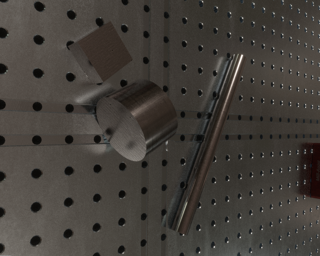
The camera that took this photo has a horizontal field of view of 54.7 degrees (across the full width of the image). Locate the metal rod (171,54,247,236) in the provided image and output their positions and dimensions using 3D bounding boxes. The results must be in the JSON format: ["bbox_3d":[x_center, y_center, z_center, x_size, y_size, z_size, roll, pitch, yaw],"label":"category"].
[{"bbox_3d":[0.081,0.014,0.479,0.025,0.025,0.300,35,68,-35],"label":"metal rod"}]

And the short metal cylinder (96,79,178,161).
[{"bbox_3d":[-0.027,-0.009,0.353,0.050,0.080,0.080,-35,112,-35],"label":"short metal cylinder"}]

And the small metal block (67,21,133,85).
[{"bbox_3d":[-0.067,-0.085,0.354,0.050,0.025,0.050,-46,118,-31],"label":"small metal block"}]

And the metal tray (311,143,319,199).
[{"bbox_3d":[0.402,0.104,0.748,0.091,0.030,0.129,8,85,-40],"label":"metal tray"}]
